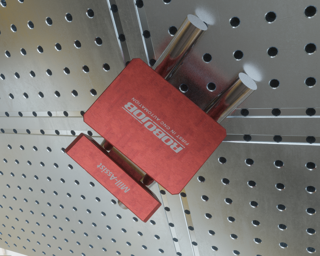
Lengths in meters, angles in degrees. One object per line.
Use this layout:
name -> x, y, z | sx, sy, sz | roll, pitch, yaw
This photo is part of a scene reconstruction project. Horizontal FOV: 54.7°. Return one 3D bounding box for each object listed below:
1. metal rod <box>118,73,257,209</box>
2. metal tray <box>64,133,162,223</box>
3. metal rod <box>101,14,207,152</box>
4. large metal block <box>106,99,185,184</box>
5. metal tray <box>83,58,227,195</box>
metal rod -> 0.017, 0.037, 0.424 | 0.025, 0.025, 0.298 | 41, 129, 0
metal tray -> -0.060, 0.062, 0.410 | 0.130, 0.030, 0.090 | 42, 173, -2
metal rod -> -0.036, -0.021, 0.416 | 0.025, 0.025, 0.298 | 40, 129, 0
large metal block -> -0.016, 0.016, 0.392 | 0.050, 0.080, 0.080 | 41, 129, 0
metal tray -> -0.005, -0.002, 0.341 | 0.130, 0.030, 0.090 | 40, 85, 0
